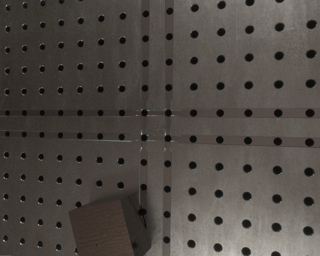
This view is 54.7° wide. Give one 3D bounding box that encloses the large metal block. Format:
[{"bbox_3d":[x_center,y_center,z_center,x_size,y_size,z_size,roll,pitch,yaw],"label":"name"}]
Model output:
[{"bbox_3d":[-0.068,0.139,0.422,0.080,0.050,0.080,-17,85,19],"label":"large metal block"}]
